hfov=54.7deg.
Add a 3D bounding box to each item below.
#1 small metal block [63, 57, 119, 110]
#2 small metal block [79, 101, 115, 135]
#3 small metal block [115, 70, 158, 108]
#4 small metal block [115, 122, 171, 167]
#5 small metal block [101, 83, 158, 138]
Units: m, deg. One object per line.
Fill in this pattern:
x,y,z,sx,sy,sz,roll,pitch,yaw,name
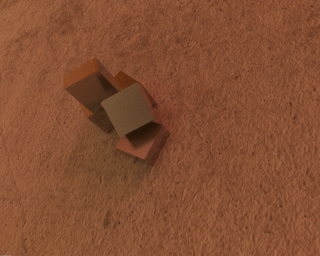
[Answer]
-0.089,-0.057,0.405,0.050,0.050,0.025,-26,53,12,small metal block
-0.089,-0.025,0.450,0.025,0.050,0.050,-38,51,2,small metal block
-0.037,-0.048,0.437,0.025,0.050,0.050,-49,52,-6,small metal block
-0.022,0.017,0.405,0.050,0.025,0.050,17,71,34,small metal block
-0.037,-0.022,0.389,0.050,0.025,0.050,-28,90,10,small metal block
